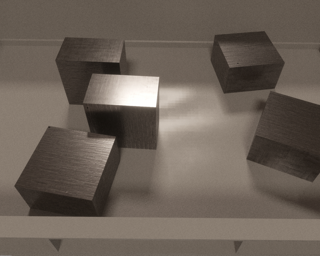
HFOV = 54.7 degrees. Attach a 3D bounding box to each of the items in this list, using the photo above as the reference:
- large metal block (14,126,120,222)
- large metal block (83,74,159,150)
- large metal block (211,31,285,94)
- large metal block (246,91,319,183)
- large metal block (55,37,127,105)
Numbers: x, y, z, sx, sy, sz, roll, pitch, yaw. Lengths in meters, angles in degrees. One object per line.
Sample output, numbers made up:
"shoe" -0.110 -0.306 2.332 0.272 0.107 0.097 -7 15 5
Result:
"large metal block" -0.097 0.049 0.346 0.080 0.050 0.080 9 51 7
"large metal block" -0.043 -0.019 0.385 0.080 0.080 0.050 3 50 2
"large metal block" 0.130 -0.102 0.476 0.081 0.050 0.080 -6 50 -6
"large metal block" 0.162 0.009 0.384 0.080 0.050 0.080 19 53 15
"large metal block" -0.090 -0.077 0.433 0.081 0.080 0.050 2 50 1
